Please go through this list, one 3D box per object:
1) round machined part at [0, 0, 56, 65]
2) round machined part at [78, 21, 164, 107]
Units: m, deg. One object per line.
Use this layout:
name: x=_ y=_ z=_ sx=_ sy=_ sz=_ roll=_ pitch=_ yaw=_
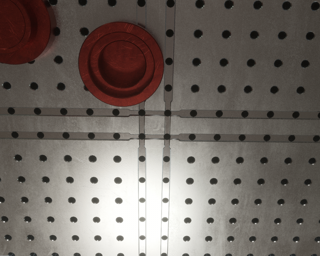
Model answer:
round machined part: x=-0.176 y=-0.122 z=0.357 sx=0.099 sy=0.042 sz=0.097 roll=0 pitch=110 yaw=-1
round machined part: x=-0.044 y=-0.078 z=0.375 sx=0.099 sy=0.042 sz=0.097 roll=0 pitch=110 yaw=-1
